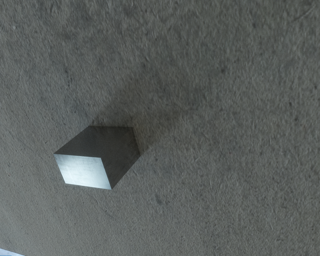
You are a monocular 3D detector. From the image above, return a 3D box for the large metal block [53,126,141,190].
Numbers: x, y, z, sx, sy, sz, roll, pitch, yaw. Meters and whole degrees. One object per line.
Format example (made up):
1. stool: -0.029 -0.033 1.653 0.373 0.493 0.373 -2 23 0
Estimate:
1. large metal block: -0.087 0.039 0.442 0.080 0.080 0.050 2 119 27
